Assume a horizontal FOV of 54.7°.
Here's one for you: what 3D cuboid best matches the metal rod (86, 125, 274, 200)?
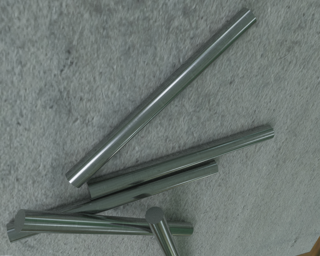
[{"bbox_3d":[0.043,0.044,0.459,0.302,0.025,0.025,-16,125,-20],"label":"metal rod"}]

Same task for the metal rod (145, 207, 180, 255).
[{"bbox_3d":[0.021,0.213,0.520,0.025,0.025,0.299,-28,138,-11],"label":"metal rod"}]

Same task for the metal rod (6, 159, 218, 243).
[{"bbox_3d":[-0.051,0.096,0.439,0.302,0.025,0.025,-14,125,-21],"label":"metal rod"}]

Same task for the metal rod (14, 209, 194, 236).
[{"bbox_3d":[-0.052,0.140,0.442,0.302,0.025,0.025,21,107,-44],"label":"metal rod"}]

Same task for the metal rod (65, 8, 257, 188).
[{"bbox_3d":[0.000,-0.036,0.385,0.300,0.025,0.025,-43,130,1],"label":"metal rod"}]
